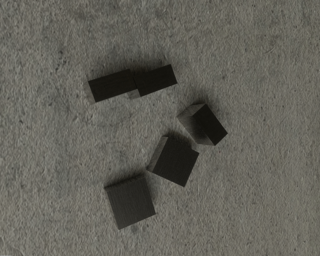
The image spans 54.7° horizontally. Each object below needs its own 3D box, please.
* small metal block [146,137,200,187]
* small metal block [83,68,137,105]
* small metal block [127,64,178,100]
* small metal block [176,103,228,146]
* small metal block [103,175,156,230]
[{"bbox_3d":[0.017,0.045,0.415,0.050,0.025,0.050,28,81,-18],"label":"small metal block"},{"bbox_3d":[-0.062,-0.048,0.373,0.050,0.050,0.025,-21,97,-19],"label":"small metal block"},{"bbox_3d":[-0.013,-0.057,0.391,0.050,0.050,0.025,-23,98,-19],"label":"small metal block"},{"bbox_3d":[0.056,-0.004,0.416,0.025,0.050,0.050,-42,104,-15],"label":"small metal block"},{"bbox_3d":[-0.039,0.093,0.395,0.050,0.025,0.050,-18,96,-19],"label":"small metal block"}]
